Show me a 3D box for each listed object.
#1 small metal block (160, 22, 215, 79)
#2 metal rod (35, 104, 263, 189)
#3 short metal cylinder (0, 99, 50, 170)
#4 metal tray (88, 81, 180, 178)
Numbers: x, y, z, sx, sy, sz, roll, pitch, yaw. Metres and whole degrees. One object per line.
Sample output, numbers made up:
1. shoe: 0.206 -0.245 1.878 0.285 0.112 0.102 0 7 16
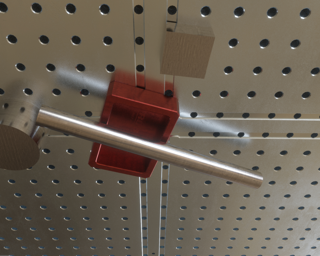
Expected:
1. small metal block: 0.028 -0.085 0.340 0.050 0.025 0.050 6 130 -5
2. metal rod: 0.000 0.030 0.396 0.302 0.025 0.025 18 128 -16
3. short metal cylinder: -0.190 0.009 0.401 0.081 0.050 0.079 0 130 0
4. metal tray: -0.038 0.008 0.414 0.091 0.030 0.129 14 129 -13
